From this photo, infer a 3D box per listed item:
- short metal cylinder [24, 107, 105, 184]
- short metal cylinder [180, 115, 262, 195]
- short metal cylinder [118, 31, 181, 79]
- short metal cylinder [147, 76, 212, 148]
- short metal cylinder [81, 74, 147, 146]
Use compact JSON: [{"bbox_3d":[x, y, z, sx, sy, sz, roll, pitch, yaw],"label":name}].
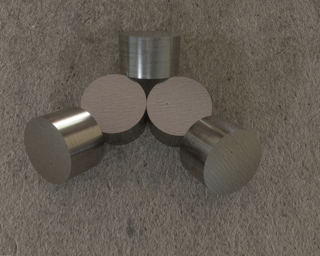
[{"bbox_3d":[-0.113,0.019,0.365,0.080,0.080,0.050,45,36,14],"label":"short metal cylinder"},{"bbox_3d":[0.071,0.031,0.363,0.080,0.080,0.050,-35,32,-12],"label":"short metal cylinder"},{"bbox_3d":[-0.014,-0.099,0.410,0.080,0.080,0.050,2,113,0],"label":"short metal cylinder"},{"bbox_3d":[0.024,-0.020,0.403,0.081,0.050,0.080,0,70,0],"label":"short metal cylinder"},{"bbox_3d":[-0.057,-0.023,0.403,0.081,0.050,0.080,0,70,0],"label":"short metal cylinder"}]
